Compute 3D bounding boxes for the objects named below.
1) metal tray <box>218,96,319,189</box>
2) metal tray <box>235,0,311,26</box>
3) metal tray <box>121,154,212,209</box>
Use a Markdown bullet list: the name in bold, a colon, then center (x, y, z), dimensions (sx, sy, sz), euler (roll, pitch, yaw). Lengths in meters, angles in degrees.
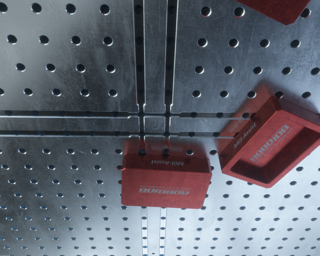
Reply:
- **metal tray**: center (0.155, 0.025, 0.432), dimensions (0.091, 0.030, 0.129), euler (20, 127, -17)
- **metal tray**: center (0.088, -0.160, 0.274), dimensions (0.131, 0.030, 0.089), euler (18, 128, -16)
- **metal tray**: center (0.007, 0.085, 0.481), dimensions (0.131, 0.030, 0.089), euler (4, 130, -4)
